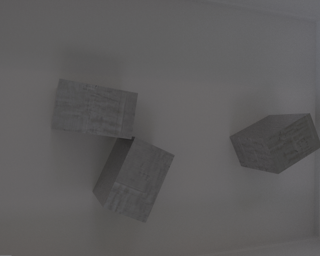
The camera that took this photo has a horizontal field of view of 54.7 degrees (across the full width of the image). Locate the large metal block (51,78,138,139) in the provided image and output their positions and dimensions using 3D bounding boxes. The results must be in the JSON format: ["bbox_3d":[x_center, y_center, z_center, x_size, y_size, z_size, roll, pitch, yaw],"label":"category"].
[{"bbox_3d":[-0.078,-0.018,0.352,0.081,0.080,0.050,9,87,-20],"label":"large metal block"}]

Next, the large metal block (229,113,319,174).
[{"bbox_3d":[0.161,0.019,0.441,0.081,0.080,0.050,-26,99,-18],"label":"large metal block"}]

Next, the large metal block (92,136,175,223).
[{"bbox_3d":[-0.035,0.056,0.369,0.050,0.080,0.080,27,81,-18],"label":"large metal block"}]
